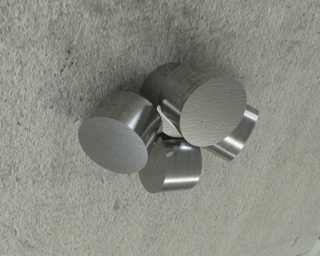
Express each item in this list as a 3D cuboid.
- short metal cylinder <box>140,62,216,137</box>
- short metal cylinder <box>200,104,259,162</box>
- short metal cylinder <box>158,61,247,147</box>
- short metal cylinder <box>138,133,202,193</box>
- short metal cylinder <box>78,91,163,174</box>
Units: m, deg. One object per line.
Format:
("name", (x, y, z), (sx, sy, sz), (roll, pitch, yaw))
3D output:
("short metal cylinder", (0.022, -0.035, 0.384), (0.081, 0.050, 0.079), (-14, 125, -21))
("short metal cylinder", (0.087, -0.002, 0.414), (0.050, 0.080, 0.080), (29, 106, 2))
("short metal cylinder", (0.045, -0.027, 0.336), (0.081, 0.050, 0.079), (-14, 125, -21))
("short metal cylinder", (0.010, 0.043, 0.405), (0.050, 0.080, 0.079), (2, 118, -30))
("short metal cylinder", (-0.043, 0.005, 0.347), (0.080, 0.050, 0.079), (12, 131, 14))
